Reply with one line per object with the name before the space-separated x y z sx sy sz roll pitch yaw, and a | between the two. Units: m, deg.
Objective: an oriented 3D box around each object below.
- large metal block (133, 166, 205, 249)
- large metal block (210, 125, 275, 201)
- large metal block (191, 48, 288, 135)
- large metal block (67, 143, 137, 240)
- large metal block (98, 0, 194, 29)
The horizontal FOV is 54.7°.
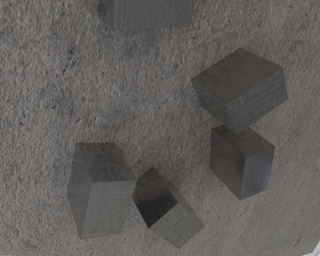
large metal block | 0.008 0.114 0.446 0.050 0.080 0.080 -42 129 0
large metal block | 0.119 0.046 0.465 0.050 0.080 0.079 -16 125 -19
large metal block | 0.100 -0.050 0.395 0.080 0.080 0.050 -34 129 -6
large metal block | -0.074 0.073 0.375 0.050 0.080 0.079 2 117 -30
large metal block | -0.013 -0.142 0.295 0.081 0.050 0.079 -9 123 -24
